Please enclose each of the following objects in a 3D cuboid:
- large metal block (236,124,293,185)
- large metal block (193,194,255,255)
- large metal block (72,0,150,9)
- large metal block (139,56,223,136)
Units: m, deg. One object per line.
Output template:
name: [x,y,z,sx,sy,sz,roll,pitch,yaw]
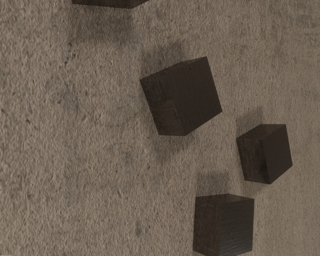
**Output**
large metal block: [0.186,0.043,0.548,0.081,0.050,0.080,-24,105,-38]
large metal block: [0.098,0.147,0.474,0.081,0.050,0.080,6,87,-40]
large metal block: [-0.055,-0.183,0.343,0.081,0.050,0.079,-13,99,-40]
large metal block: [0.030,-0.043,0.416,0.081,0.050,0.080,-31,110,-36]
